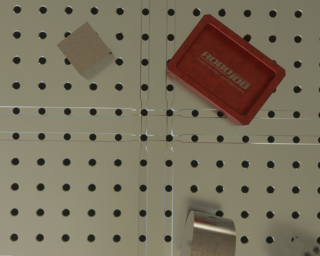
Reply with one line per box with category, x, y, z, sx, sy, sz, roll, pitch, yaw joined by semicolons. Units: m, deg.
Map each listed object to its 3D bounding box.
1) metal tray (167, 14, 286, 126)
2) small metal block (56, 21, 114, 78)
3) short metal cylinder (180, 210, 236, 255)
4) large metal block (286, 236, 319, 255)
metal tray;0.085;-0.075;0.411;0.130;0.030;0.090;37;90;0
small metal block;-0.098;-0.103;0.412;0.050;0.025;0.050;-38;90;0
short metal cylinder;0.057;0.149;0.386;0.050;0.080;0.080;13;90;0
large metal block;0.213;0.188;0.388;0.080;0.080;0.050;23;90;0
